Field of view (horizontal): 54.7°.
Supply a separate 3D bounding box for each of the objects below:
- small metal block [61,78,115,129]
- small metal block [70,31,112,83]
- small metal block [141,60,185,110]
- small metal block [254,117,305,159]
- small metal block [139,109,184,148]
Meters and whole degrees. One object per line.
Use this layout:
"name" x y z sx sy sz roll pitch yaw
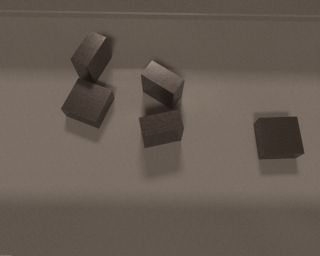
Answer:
"small metal block" -0.097 -0.033 0.421 0.050 0.025 0.050 21 71 7
"small metal block" -0.094 -0.097 0.431 0.025 0.050 0.050 25 72 8
"small metal block" 0.003 -0.057 0.417 0.050 0.050 0.025 32 73 11
"small metal block" 0.155 0.013 0.407 0.050 0.025 0.050 -2 70 -1
"small metal block" 0.001 0.002 0.396 0.050 0.050 0.025 -12 71 -5
